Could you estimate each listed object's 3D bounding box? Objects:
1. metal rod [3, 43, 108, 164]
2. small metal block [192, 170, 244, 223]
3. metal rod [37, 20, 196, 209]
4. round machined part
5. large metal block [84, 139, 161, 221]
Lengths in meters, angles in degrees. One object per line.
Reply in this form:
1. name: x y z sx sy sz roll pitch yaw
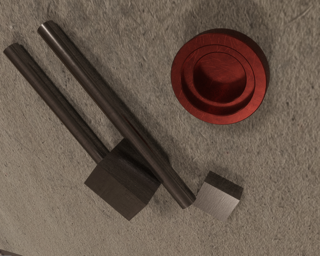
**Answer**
1. metal rod: -0.124 0.002 0.470 0.025 0.025 0.300 -30 102 37
2. small metal block: 0.078 0.094 0.423 0.050 0.025 0.050 28 128 10
3. metal rod: -0.055 -0.015 0.411 0.025 0.025 0.300 -36 94 38
4. round machined part: 0.065 -0.056 0.327 0.098 0.042 0.097 13 124 20
5. large metal block: -0.043 0.067 0.434 0.080 0.080 0.050 40 129 0
